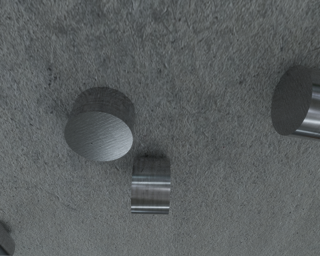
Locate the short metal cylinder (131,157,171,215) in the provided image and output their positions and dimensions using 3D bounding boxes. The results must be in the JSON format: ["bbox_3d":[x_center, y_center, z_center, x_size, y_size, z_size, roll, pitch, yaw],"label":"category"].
[{"bbox_3d":[-0.013,0.082,0.440,0.050,0.080,0.079,2,130,-2],"label":"short metal cylinder"}]

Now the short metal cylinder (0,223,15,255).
[{"bbox_3d":[-0.308,0.211,0.548,0.080,0.080,0.050,-5,130,4],"label":"short metal cylinder"}]

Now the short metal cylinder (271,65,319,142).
[{"bbox_3d":[0.169,-0.027,0.350,0.050,0.080,0.079,9,130,-8],"label":"short metal cylinder"}]

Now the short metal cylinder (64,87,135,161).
[{"bbox_3d":[-0.073,-0.004,0.386,0.081,0.050,0.079,0,130,0],"label":"short metal cylinder"}]
